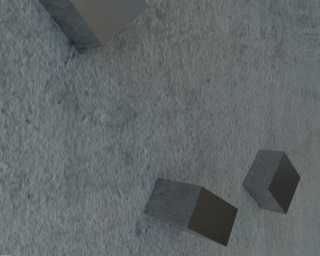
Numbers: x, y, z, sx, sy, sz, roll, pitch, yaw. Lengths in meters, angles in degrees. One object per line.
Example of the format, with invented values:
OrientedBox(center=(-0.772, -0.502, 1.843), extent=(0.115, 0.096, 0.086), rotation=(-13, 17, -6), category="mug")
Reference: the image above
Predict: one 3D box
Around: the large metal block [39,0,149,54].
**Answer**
OrientedBox(center=(-0.072, -0.138, 0.329), extent=(0.080, 0.050, 0.080), rotation=(-50, 120, -28), category="large metal block")

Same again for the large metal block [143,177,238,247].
OrientedBox(center=(0.040, 0.109, 0.405), extent=(0.080, 0.080, 0.050), rotation=(36, 68, -35), category="large metal block")

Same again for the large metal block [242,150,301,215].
OrientedBox(center=(0.205, 0.097, 0.564), extent=(0.080, 0.050, 0.080), rotation=(49, 61, -29), category="large metal block")
